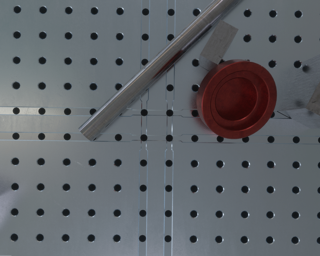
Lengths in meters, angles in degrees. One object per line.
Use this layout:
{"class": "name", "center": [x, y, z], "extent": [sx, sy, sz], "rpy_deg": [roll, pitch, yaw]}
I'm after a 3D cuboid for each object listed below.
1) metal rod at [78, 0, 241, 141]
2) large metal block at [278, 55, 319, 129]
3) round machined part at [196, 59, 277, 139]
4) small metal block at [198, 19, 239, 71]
{"class": "metal rod", "center": [0.010, -0.095, 0.413], "extent": [0.300, 0.025, 0.025], "rpy_deg": [-43, 90, 0]}
{"class": "large metal block", "center": [0.204, -0.046, 0.387], "extent": [0.050, 0.080, 0.080], "rpy_deg": [28, 90, 0]}
{"class": "round machined part", "center": [0.093, -0.039, 0.394], "extent": [0.099, 0.042, 0.097], "rpy_deg": [-4, 110, -12]}
{"class": "small metal block", "center": [0.074, -0.103, 0.400], "extent": [0.025, 0.050, 0.050], "rpy_deg": [30, 90, 4]}
